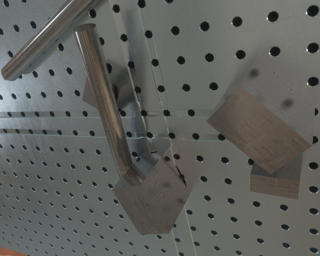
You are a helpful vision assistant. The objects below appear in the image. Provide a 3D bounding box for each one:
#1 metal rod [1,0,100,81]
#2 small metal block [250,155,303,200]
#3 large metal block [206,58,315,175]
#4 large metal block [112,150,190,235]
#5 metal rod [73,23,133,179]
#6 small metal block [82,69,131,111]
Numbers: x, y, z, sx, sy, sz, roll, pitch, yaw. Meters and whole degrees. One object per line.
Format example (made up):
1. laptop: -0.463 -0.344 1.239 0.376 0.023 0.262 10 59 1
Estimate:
1. metal rod: -0.125 -0.135 0.393 0.299 0.025 0.025 -25 105 36
2. small metal block: 0.134 0.052 0.356 0.050 0.050 0.025 6 121 25
3. large metal block: 0.104 -0.015 0.312 0.080 0.080 0.050 40 129 1
4. large metal block: -0.009 0.090 0.436 0.050 0.080 0.080 -16 110 34
5. metal rod: -0.060 0.010 0.422 0.025 0.025 0.298 9 131 23
6. small metal block: -0.073 -0.050 0.419 0.050 0.025 0.050 29 128 9
